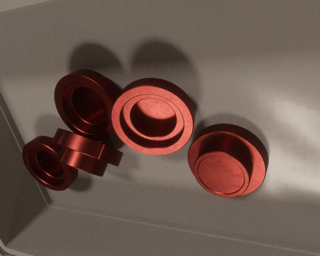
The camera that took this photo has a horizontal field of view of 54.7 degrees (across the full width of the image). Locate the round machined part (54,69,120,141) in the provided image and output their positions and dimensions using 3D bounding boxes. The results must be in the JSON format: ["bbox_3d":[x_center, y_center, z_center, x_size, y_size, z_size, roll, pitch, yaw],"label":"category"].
[{"bbox_3d":[-0.091,-0.034,0.422,0.098,0.042,0.097,13,124,20],"label":"round machined part"}]

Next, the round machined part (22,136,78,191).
[{"bbox_3d":[-0.178,0.055,0.523,0.098,0.042,0.097,13,124,20],"label":"round machined part"}]

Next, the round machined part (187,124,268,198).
[{"bbox_3d":[0.080,0.047,0.384,0.098,0.042,0.097,13,124,20],"label":"round machined part"}]

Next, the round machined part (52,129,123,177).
[{"bbox_3d":[-0.106,0.038,0.439,0.098,0.042,0.098,20,170,4],"label":"round machined part"}]

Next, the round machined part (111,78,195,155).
[{"bbox_3d":[-0.006,-0.017,0.379,0.099,0.042,0.097,5,124,8],"label":"round machined part"}]
